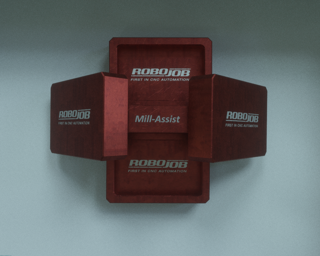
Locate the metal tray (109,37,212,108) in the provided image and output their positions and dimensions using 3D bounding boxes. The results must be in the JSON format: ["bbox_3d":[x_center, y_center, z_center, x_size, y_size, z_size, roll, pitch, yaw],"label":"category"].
[{"bbox_3d":[0.001,-0.070,0.407,0.131,0.030,0.089,0,91,-1],"label":"metal tray"}]

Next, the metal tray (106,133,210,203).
[{"bbox_3d":[-0.002,0.050,0.405,0.131,0.030,0.089,0,90,-1],"label":"metal tray"}]

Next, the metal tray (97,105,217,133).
[{"bbox_3d":[-0.003,-0.010,0.377,0.131,0.090,0.030,0,90,-1],"label":"metal tray"}]

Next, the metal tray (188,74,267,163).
[{"bbox_3d":[0.084,-0.009,0.364,0.030,0.131,0.089,1,90,42],"label":"metal tray"}]

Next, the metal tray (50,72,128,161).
[{"bbox_3d":[-0.088,-0.012,0.363,0.030,0.130,0.089,1,90,-42],"label":"metal tray"}]
